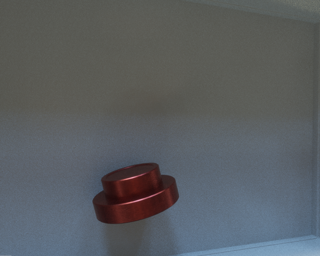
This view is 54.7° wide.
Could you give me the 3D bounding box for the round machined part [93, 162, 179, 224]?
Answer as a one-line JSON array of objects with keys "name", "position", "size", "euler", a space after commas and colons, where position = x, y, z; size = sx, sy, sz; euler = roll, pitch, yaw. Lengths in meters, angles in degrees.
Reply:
[{"name": "round machined part", "position": [-0.030, 0.070, 0.362], "size": [0.099, 0.098, 0.042], "euler": [-15, 96, -20]}]
